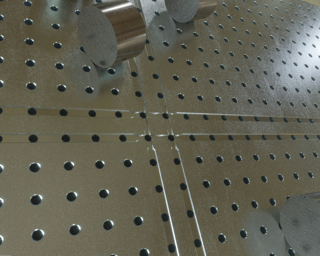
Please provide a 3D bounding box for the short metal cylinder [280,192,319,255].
[{"bbox_3d":[0.208,0.126,0.408,0.050,0.080,0.080,0,62,-28],"label":"short metal cylinder"}]

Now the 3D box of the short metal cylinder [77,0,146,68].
[{"bbox_3d":[-0.065,-0.127,0.415,0.050,0.080,0.080,-32,80,-38],"label":"short metal cylinder"}]

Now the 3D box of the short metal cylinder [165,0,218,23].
[{"bbox_3d":[0.054,-0.229,0.541,0.050,0.080,0.080,-26,76,-37],"label":"short metal cylinder"}]

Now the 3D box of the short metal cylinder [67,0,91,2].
[{"bbox_3d":[-0.130,-0.239,0.468,0.081,0.050,0.080,13,56,-21],"label":"short metal cylinder"}]
